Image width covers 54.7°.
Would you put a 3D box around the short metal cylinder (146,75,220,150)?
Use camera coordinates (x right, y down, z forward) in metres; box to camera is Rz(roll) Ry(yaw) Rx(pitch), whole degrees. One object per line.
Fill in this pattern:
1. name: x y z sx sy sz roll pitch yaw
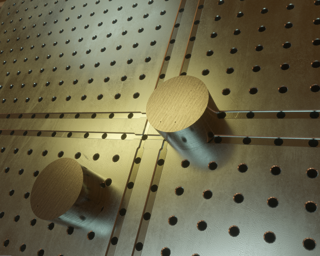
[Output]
1. short metal cylinder: 0.030 -0.019 0.388 0.080 0.050 0.080 -13 56 21

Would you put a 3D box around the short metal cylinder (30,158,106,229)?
1. short metal cylinder: -0.118 0.085 0.402 0.080 0.050 0.080 -13 56 21
